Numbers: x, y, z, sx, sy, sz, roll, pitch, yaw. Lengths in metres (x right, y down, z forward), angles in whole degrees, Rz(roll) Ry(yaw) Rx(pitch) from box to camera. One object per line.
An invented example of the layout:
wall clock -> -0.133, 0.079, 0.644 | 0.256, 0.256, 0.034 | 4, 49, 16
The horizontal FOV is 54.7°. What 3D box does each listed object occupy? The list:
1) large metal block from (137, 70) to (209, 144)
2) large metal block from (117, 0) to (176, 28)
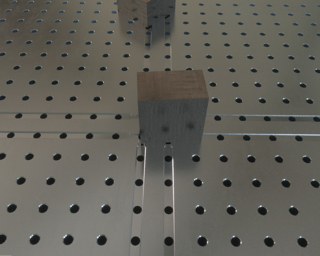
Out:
large metal block -> 0.013, -0.026, 0.394 | 0.081, 0.080, 0.050 | -3, 50, -3
large metal block -> -0.026, -0.248, 0.599 | 0.080, 0.050, 0.080 | 35, 58, 25
